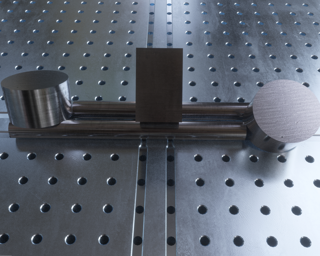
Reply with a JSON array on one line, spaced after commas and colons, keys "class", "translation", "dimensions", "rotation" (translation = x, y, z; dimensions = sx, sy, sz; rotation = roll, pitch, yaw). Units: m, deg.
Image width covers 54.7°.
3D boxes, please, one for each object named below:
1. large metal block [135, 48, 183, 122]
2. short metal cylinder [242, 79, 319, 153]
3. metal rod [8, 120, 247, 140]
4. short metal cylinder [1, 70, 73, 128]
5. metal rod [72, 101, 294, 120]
[{"class": "large metal block", "translation": [0.000, -0.048, 0.373], "dimensions": [0.050, 0.080, 0.079], "rotation": [1, 92, 0]}, {"class": "short metal cylinder", "translation": [0.149, -0.013, 0.386], "dimensions": [0.081, 0.050, 0.080], "rotation": [0, 72, 0]}, {"class": "metal rod", "translation": [-0.041, 0.002, 0.404], "dimensions": [0.302, 0.025, 0.025], "rotation": [1, 50, 0]}, {"class": "short metal cylinder", "translation": [-0.158, -0.040, 0.405], "dimensions": [0.081, 0.050, 0.080], "rotation": [0, 27, 0]}, {"class": "metal rod", "translation": [0.033, -0.024, 0.427], "dimensions": [0.302, 0.025, 0.025], "rotation": [1, 50, 0]}]
